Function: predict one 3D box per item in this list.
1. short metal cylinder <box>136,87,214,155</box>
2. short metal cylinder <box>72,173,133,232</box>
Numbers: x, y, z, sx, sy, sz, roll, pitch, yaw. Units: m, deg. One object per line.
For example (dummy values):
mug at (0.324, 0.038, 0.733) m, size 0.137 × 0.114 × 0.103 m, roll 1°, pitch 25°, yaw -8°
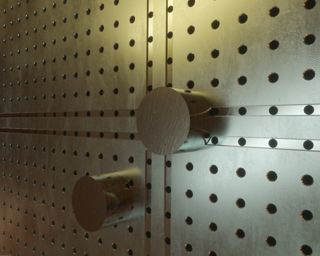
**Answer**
short metal cylinder at (0.018, -0.008, 0.379) m, size 0.080 × 0.050 × 0.079 m, roll 0°, pitch 90°, yaw 40°
short metal cylinder at (-0.087, 0.109, 0.465) m, size 0.080 × 0.050 × 0.079 m, roll 0°, pitch 90°, yaw 40°
